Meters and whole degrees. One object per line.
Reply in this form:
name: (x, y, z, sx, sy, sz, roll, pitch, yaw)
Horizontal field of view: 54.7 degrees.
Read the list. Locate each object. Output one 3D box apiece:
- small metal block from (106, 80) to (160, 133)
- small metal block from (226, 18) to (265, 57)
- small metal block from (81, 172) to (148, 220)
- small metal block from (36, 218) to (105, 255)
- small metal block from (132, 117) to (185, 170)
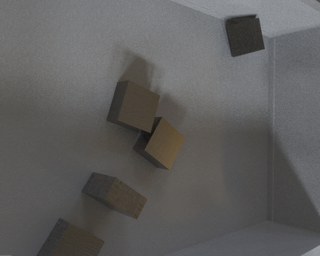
small metal block: (-0.032, -0.025, 0.382, 0.050, 0.025, 0.050, 23, 76, -38)
small metal block: (0.139, -0.148, 0.507, 0.025, 0.050, 0.050, -73, 149, -74)
small metal block: (-0.051, 0.076, 0.349, 0.050, 0.050, 0.025, 43, 64, -32)
small metal block: (-0.095, 0.131, 0.328, 0.050, 0.025, 0.050, 43, 64, -32)
small metal block: (0.000, 0.020, 0.408, 0.050, 0.025, 0.050, 42, 65, -32)
